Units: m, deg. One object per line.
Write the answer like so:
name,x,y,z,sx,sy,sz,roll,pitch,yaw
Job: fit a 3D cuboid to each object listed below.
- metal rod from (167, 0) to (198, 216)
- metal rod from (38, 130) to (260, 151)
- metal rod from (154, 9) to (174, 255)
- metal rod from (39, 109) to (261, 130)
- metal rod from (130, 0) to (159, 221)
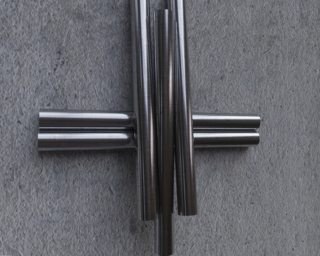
metal rod,0.028,-0.042,0.399,0.025,0.025,0.298,0,82,-20
metal rod,0.000,0.015,0.412,0.303,0.025,0.025,0,90,-21
metal rod,0.005,0.006,0.386,0.025,0.025,0.298,0,90,-20
metal rod,0.002,-0.010,0.413,0.303,0.025,0.025,0,90,-21
metal rod,-0.021,-0.042,0.381,0.025,0.025,0.298,0,82,-20
